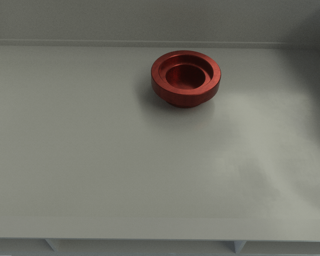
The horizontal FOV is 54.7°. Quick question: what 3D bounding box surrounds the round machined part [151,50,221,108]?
[{"bbox_3d":[0.037,-0.067,0.451,0.099,0.042,0.098,0,50,0],"label":"round machined part"}]
